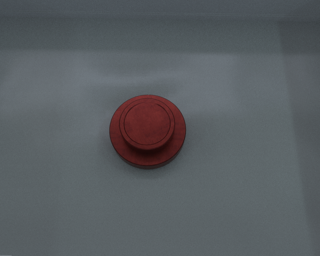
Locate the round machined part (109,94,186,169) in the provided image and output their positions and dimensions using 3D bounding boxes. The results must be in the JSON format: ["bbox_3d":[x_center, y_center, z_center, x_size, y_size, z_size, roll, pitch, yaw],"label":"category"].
[{"bbox_3d":[-0.016,0.001,0.396,0.099,0.042,0.098,0,70,-1],"label":"round machined part"}]
